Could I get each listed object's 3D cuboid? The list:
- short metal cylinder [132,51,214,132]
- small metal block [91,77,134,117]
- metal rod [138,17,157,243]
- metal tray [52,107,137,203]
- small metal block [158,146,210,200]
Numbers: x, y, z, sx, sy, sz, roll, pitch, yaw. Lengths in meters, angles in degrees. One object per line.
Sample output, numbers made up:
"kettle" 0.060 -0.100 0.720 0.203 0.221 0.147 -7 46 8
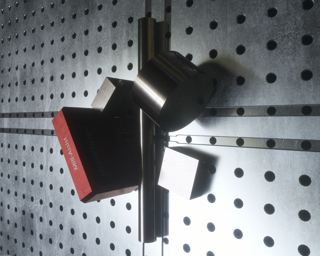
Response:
"short metal cylinder" 0.015 -0.042 0.359 0.050 0.081 0.080 45 117 30
"small metal block" -0.062 -0.043 0.441 0.025 0.050 0.050 49 119 28
"metal rod" -0.017 0.003 0.421 0.025 0.025 0.298 0 90 39
"metal tray" -0.087 0.033 0.435 0.030 0.091 0.130 -40 66 33
"small metal block" 0.029 0.054 0.385 0.050 0.025 0.050 19 102 38
